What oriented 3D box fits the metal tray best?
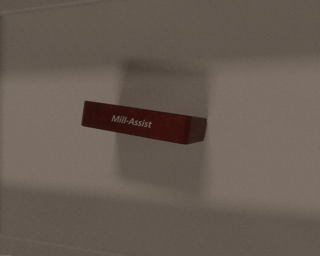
[{"bbox_3d":[-0.016,-0.008,0.380,0.130,0.090,0.030,10,93,19],"label":"metal tray"}]
